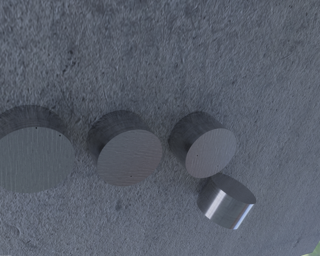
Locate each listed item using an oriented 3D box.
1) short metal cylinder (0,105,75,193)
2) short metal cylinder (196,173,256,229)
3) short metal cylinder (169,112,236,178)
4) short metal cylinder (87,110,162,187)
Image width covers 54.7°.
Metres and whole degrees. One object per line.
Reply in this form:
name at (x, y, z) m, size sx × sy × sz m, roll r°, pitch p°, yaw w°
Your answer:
short metal cylinder at (-0.137, 0.022, 0.329) m, size 0.081 × 0.050 × 0.079 m, roll -14°, pitch 124°, yaw -21°
short metal cylinder at (0.107, 0.116, 0.501) m, size 0.081 × 0.080 × 0.050 m, roll 15°, pitch 111°, yaw -34°
short metal cylinder at (0.059, 0.023, 0.437) m, size 0.081 × 0.050 × 0.079 m, roll -14°, pitch 124°, yaw -21°
short metal cylinder at (-0.044, 0.025, 0.382) m, size 0.081 × 0.050 × 0.079 m, roll -14°, pitch 124°, yaw -21°
